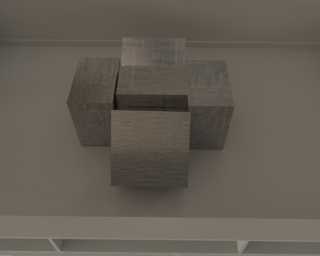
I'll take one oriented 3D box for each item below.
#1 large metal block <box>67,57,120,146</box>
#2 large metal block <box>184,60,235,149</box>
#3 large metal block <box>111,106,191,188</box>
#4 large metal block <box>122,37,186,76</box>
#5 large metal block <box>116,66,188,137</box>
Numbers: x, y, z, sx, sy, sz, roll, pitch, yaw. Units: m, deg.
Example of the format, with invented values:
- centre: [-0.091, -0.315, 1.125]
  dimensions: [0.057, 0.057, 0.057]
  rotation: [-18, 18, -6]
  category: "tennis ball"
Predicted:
- centre: [-0.076, -0.033, 0.395]
  dimensions: [0.050, 0.080, 0.080]
  rotation: [1, 50, 0]
  category: "large metal block"
- centre: [0.057, -0.029, 0.392]
  dimensions: [0.050, 0.080, 0.080]
  rotation: [1, 50, 1]
  category: "large metal block"
- centre: [-0.010, 0.019, 0.343]
  dimensions: [0.081, 0.079, 0.050]
  rotation: [1, 8, -1]
  category: "large metal block"
- centre: [-0.007, -0.089, 0.435]
  dimensions: [0.080, 0.080, 0.050]
  rotation: [1, 88, 1]
  category: "large metal block"
- centre: [-0.009, -0.031, 0.394]
  dimensions: [0.080, 0.080, 0.050]
  rotation: [1, 50, 0]
  category: "large metal block"
